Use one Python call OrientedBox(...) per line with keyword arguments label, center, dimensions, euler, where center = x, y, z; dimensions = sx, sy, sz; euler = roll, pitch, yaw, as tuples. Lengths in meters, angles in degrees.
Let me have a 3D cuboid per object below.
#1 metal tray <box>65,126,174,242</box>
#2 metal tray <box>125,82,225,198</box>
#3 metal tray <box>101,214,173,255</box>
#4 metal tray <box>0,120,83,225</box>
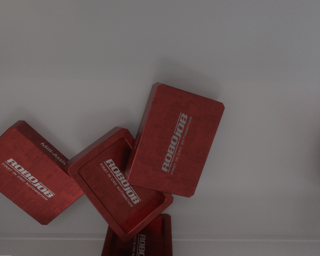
OrientedBox(label="metal tray", center=(-0.051, 0.074, 0.414), dimensions=(0.090, 0.030, 0.130), euler=(-38, 108, -18))
OrientedBox(label="metal tray", center=(0.017, 0.016, 0.395), dimensions=(0.091, 0.030, 0.129), euler=(16, 99, -16))
OrientedBox(label="metal tray", center=(-0.029, 0.166, 0.416), dimensions=(0.091, 0.130, 0.030), euler=(1, 111, -1))
OrientedBox(label="metal tray", center=(-0.176, 0.064, 0.431), dimensions=(0.090, 0.030, 0.130), euler=(-41, 106, 13))
